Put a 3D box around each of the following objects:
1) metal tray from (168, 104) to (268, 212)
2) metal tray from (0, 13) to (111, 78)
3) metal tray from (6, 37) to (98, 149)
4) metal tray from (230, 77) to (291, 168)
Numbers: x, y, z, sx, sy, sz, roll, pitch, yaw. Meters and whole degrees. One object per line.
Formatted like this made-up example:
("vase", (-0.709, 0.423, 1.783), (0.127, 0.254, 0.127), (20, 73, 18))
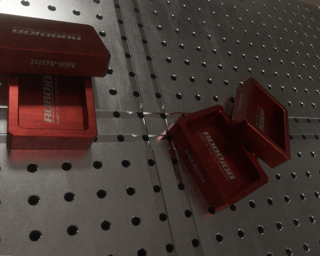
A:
("metal tray", (0.080, 0.037, 0.427), (0.091, 0.030, 0.130), (-19, 72, -36))
("metal tray", (-0.136, -0.100, 0.372), (0.131, 0.030, 0.090), (-2, 41, -30))
("metal tray", (-0.127, -0.041, 0.361), (0.091, 0.030, 0.130), (2, 61, -27))
("metal tray", (0.156, -0.012, 0.475), (0.090, 0.030, 0.130), (39, 39, -12))
